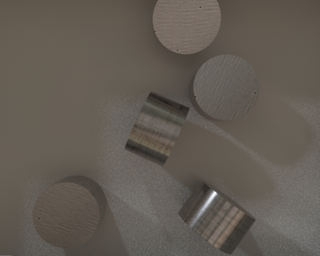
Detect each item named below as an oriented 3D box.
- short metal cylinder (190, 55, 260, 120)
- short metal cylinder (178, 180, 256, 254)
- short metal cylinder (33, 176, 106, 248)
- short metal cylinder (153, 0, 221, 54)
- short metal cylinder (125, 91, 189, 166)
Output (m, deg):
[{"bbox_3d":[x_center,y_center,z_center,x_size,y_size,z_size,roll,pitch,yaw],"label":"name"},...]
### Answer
[{"bbox_3d":[0.081,-0.049,0.400,0.081,0.050,0.079,0,90,-1],"label":"short metal cylinder"},{"bbox_3d":[0.070,0.109,0.385,0.080,0.080,0.050,35,90,-1],"label":"short metal cylinder"},{"bbox_3d":[-0.113,0.105,0.398,0.081,0.050,0.079,0,90,-1],"label":"short metal cylinder"},{"bbox_3d":[0.031,-0.136,0.387,0.081,0.050,0.079,-1,111,-2],"label":"short metal cylinder"},{"bbox_3d":[-0.004,0.001,0.384,0.050,0.080,0.080,25,90,-1],"label":"short metal cylinder"}]
